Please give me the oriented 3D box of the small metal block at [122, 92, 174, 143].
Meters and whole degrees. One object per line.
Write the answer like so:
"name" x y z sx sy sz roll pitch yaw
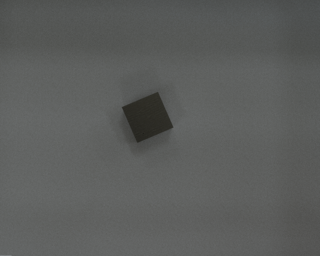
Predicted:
"small metal block" -0.016 -0.014 0.408 0.050 0.025 0.050 -23 90 -1
